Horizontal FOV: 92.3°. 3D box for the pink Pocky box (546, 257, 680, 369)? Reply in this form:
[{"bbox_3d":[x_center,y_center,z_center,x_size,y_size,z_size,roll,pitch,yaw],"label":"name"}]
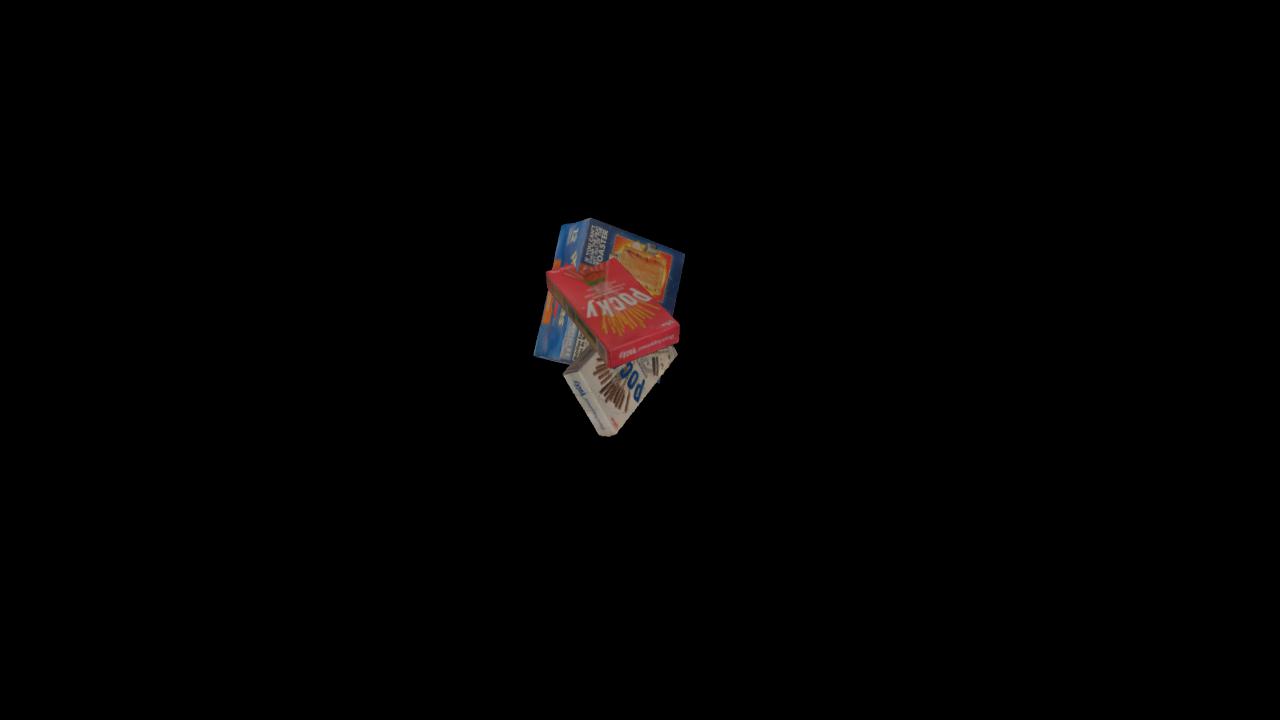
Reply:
[{"bbox_3d":[-0.032,-0.058,0.664,0.084,0.029,0.155,-21,48,-22],"label":"pink Pocky box"}]

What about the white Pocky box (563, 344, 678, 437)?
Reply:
[{"bbox_3d":[-0.017,0.003,0.675,0.028,0.084,0.154,-11,27,39],"label":"white Pocky box"}]

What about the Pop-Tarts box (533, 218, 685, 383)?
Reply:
[{"bbox_3d":[-0.037,-0.068,0.752,0.141,0.167,0.083,14,-6,-32],"label":"Pop-Tarts box"}]
